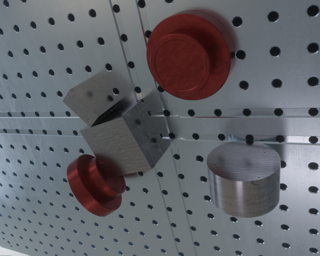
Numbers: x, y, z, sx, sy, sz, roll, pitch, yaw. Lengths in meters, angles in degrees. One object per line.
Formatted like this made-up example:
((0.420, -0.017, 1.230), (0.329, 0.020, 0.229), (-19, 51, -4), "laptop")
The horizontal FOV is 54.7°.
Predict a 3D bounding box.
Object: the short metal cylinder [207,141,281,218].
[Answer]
((0.097, 0.057, 0.360), (0.080, 0.080, 0.050), (5, 121, 26), "short metal cylinder")

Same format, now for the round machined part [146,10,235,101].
((0.028, -0.074, 0.339), (0.098, 0.042, 0.097), (13, 124, 21), "round machined part")

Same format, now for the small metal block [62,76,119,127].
((-0.093, -0.036, 0.422), (0.050, 0.050, 0.025), (44, 129, -2), "small metal block")

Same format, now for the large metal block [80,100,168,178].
((-0.050, 0.017, 0.432), (0.080, 0.050, 0.080), (-16, 110, 34), "large metal block")

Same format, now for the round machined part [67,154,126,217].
((-0.089, 0.079, 0.467), (0.042, 0.098, 0.098), (-36, 99, 12), "round machined part")
